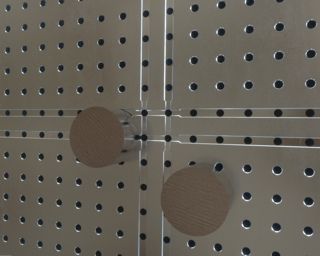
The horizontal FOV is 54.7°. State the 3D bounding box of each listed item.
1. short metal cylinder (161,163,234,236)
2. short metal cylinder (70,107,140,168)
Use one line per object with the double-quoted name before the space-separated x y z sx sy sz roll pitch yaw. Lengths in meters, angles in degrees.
"short metal cylinder" 0.047 0.085 0.382 0.080 0.050 0.079 0 90 19
"short metal cylinder" -0.075 0.012 0.424 0.080 0.050 0.079 0 90 19
